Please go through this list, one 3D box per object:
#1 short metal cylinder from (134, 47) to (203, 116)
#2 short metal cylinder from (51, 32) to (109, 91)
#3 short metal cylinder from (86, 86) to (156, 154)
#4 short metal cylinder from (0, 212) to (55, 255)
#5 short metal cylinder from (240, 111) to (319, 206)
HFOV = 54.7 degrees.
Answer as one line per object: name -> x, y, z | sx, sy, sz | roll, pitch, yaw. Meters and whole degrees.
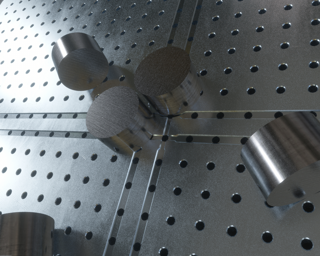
short metal cylinder -> 0.012, -0.064, 0.423 | 0.080, 0.050, 0.080 | -12, 57, 20
short metal cylinder -> -0.130, -0.107, 0.505 | 0.080, 0.080, 0.050 | -35, 52, 4
short metal cylinder -> -0.053, -0.011, 0.425 | 0.080, 0.050, 0.080 | -13, 56, 20
short metal cylinder -> -0.170, 0.141, 0.374 | 0.080, 0.080, 0.050 | -22, 54, 14
short metal cylinder -> 0.124, 0.030, 0.289 | 0.080, 0.080, 0.050 | -30, 52, 9
